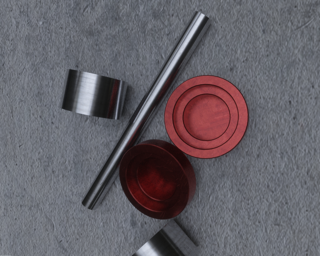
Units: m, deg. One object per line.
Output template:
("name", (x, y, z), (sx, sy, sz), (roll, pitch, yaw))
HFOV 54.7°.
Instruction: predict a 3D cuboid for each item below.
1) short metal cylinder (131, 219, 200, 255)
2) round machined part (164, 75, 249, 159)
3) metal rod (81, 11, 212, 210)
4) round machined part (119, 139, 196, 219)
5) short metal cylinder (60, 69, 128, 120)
("short metal cylinder", (0.002, 0.157, 0.378), (0.080, 0.080, 0.050), (-46, 76, 14))
("round machined part", (0.058, -0.012, 0.378), (0.098, 0.042, 0.097), (0, 88, 18))
("metal rod", (-0.023, -0.016, 0.416), (0.025, 0.025, 0.299), (35, 101, 16))
("round machined part", (0.001, 0.061, 0.389), (0.098, 0.042, 0.097), (9, 108, 28))
("short metal cylinder", (-0.087, -0.044, 0.409), (0.080, 0.080, 0.050), (14, 95, 19))
